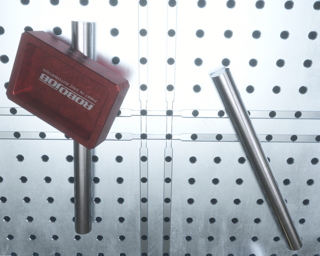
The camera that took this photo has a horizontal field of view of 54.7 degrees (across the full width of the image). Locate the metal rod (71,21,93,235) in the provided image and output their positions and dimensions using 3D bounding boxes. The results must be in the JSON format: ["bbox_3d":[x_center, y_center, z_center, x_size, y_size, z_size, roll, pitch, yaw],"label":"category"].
[{"bbox_3d":[-0.104,0.013,0.417,0.025,0.025,0.298,4,110,-2],"label":"metal rod"}]

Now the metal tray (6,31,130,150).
[{"bbox_3d":[-0.112,-0.045,0.368,0.130,0.030,0.089,31,115,6],"label":"metal tray"}]

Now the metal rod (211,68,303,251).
[{"bbox_3d":[0.142,0.056,0.435,0.025,0.025,0.299,-25,108,9],"label":"metal rod"}]
